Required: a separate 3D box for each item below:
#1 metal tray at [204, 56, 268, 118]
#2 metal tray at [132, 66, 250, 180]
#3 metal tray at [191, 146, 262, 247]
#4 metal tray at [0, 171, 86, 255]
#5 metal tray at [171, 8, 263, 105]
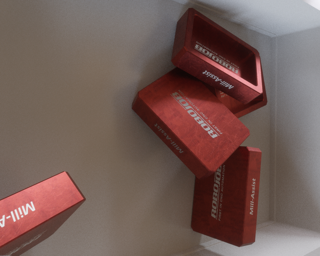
[{"bbox_3d":[0.122,-0.065,0.504,0.131,0.030,0.089,-22,104,-38],"label":"metal tray"},{"bbox_3d":[0.040,-0.011,0.394,0.130,0.030,0.091,46,56,7],"label":"metal tray"},{"bbox_3d":[0.092,0.090,0.441,0.030,0.090,0.129,10,84,-41],"label":"metal tray"},{"bbox_3d":[-0.131,0.088,0.236,0.030,0.090,0.131,53,39,11],"label":"metal tray"},{"bbox_3d":[0.082,-0.099,0.429,0.131,0.030,0.090,25,52,-21],"label":"metal tray"}]
